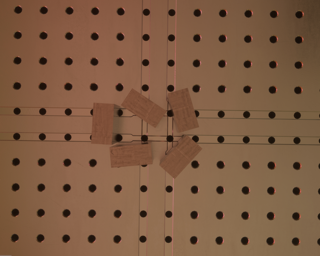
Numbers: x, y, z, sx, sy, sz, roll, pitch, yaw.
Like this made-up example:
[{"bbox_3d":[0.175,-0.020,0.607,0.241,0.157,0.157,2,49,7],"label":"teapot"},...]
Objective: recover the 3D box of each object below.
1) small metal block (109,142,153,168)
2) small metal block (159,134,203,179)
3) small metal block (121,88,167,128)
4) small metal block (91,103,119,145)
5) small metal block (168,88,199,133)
[{"bbox_3d":[-0.035,0.034,0.400,0.050,0.050,0.025,-5,90,0],"label":"small metal block"},{"bbox_3d":[0.026,0.035,0.400,0.025,0.050,0.050,42,90,1],"label":"small metal block"},{"bbox_3d":[-0.020,-0.025,0.401,0.050,0.050,0.025,34,91,-1],"label":"small metal block"},{"bbox_3d":[-0.069,-0.005,0.400,0.025,0.050,0.050,4,91,0],"label":"small metal block"},{"bbox_3d":[0.029,-0.021,0.400,0.025,0.050,0.050,-16,89,0],"label":"small metal block"}]
